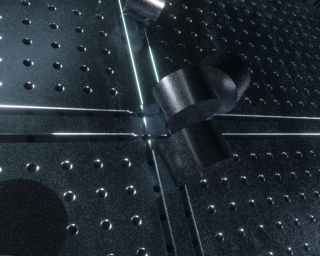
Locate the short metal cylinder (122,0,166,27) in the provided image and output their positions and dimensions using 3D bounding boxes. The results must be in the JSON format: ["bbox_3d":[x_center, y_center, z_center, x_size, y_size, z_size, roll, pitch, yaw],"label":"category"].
[{"bbox_3d":[-0.021,-0.209,0.491,0.050,0.080,0.080,21,54,-17],"label":"short metal cylinder"}]

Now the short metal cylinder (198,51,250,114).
[{"bbox_3d":[0.087,-0.068,0.463,0.080,0.080,0.050,42,51,0],"label":"short metal cylinder"}]

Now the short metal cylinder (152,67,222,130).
[{"bbox_3d":[0.035,-0.038,0.417,0.081,0.080,0.050,-10,67,-33],"label":"short metal cylinder"}]

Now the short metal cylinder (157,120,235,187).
[{"bbox_3d":[0.043,0.032,0.378,0.081,0.080,0.050,-14,70,-34],"label":"short metal cylinder"}]

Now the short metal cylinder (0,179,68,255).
[{"bbox_3d":[-0.126,0.091,0.269,0.081,0.050,0.080,14,56,-21],"label":"short metal cylinder"}]
